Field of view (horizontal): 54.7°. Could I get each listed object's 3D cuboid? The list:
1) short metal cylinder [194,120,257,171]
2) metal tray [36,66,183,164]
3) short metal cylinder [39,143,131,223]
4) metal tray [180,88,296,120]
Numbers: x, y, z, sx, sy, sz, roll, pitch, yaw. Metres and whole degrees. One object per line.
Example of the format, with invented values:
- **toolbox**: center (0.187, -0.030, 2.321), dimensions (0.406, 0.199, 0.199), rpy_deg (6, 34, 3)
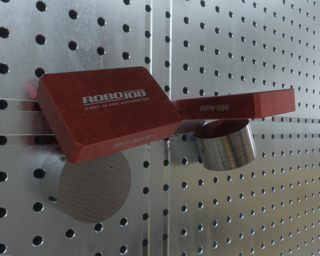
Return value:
- **short metal cylinder**: center (0.096, 0.022, 0.454), dimensions (0.081, 0.080, 0.050), rpy_deg (-29, 109, -36)
- **metal tray**: center (-0.050, -0.021, 0.330), dimensions (0.131, 0.030, 0.090), rpy_deg (-14, 60, -39)
- **short metal cylinder**: center (-0.078, 0.054, 0.328), dimensions (0.081, 0.050, 0.079), rpy_deg (0, 90, -40)
- **metal tray**: center (0.103, -0.032, 0.427), dimensions (0.091, 0.130, 0.030), rpy_deg (-10, 97, -40)
